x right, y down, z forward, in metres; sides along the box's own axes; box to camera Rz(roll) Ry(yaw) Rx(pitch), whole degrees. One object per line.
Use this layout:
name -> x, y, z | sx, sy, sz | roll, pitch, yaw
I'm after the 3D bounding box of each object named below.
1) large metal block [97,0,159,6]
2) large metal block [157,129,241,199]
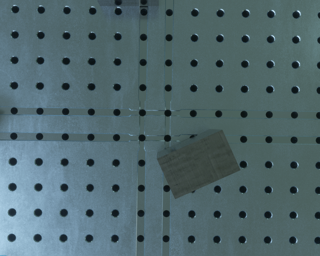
large metal block -> -0.042, -0.207, 0.400 | 0.081, 0.050, 0.079 | 0, 90, -1
large metal block -> 0.043, 0.041, 0.387 | 0.080, 0.080, 0.050 | -24, 90, 0
